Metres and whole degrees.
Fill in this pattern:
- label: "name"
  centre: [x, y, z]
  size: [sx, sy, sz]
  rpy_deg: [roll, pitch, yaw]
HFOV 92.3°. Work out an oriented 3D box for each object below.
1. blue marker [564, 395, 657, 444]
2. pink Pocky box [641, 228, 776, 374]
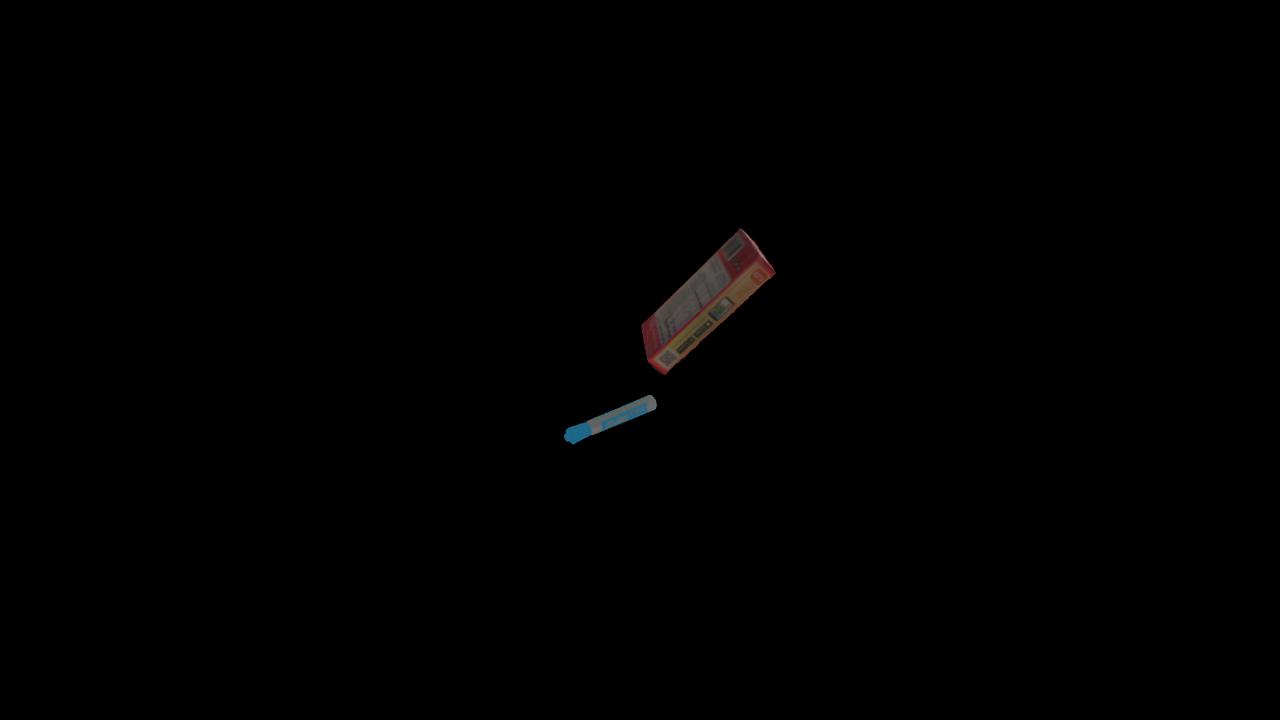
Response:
- label: "blue marker"
  centre: [-0.032, 0.067, 0.693]
  size: [0.121, 0.020, 0.020]
  rpy_deg: [-20, 11, -34]
- label: "pink Pocky box"
  centre: [0.065, -0.061, 0.638]
  size: [0.029, 0.155, 0.084]
  rpy_deg: [38, 20, -23]
